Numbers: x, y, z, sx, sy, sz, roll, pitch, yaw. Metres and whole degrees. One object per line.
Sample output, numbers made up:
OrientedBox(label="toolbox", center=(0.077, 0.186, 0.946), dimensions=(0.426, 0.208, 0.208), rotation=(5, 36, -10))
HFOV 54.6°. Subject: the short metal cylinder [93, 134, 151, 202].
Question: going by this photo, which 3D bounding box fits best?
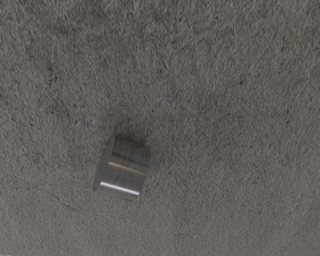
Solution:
OrientedBox(label="short metal cylinder", center=(-0.052, 0.054, 0.416), dimensions=(0.050, 0.080, 0.080), rotation=(20, 127, -17))
